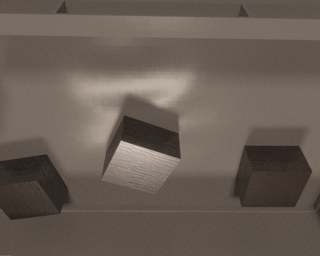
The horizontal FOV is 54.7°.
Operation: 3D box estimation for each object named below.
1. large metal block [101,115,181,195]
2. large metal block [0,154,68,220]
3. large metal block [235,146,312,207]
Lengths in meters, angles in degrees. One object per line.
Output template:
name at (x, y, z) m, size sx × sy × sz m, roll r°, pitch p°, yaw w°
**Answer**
large metal block at (-0.027, 0.039, 0.426) m, size 0.081 × 0.050 × 0.079 m, roll 19°, pitch 128°, yaw -16°
large metal block at (-0.198, 0.090, 0.467) m, size 0.080 × 0.050 × 0.080 m, roll -9°, pitch 130°, yaw 7°
large metal block at (0.163, 0.072, 0.457) m, size 0.081 × 0.050 × 0.079 m, roll 0°, pitch 130°, yaw -1°
